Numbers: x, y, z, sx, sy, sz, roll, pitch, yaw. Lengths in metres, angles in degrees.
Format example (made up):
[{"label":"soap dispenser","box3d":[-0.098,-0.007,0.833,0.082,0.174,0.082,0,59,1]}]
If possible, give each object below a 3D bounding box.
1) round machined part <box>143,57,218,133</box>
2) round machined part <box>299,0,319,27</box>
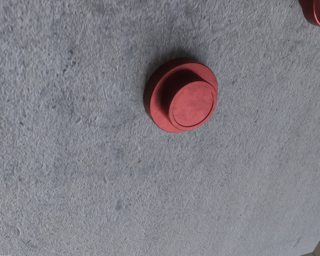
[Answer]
[{"label":"round machined part","box3d":[0.032,-0.036,0.391,0.099,0.042,0.097,-14,124,-21]},{"label":"round machined part","box3d":[0.222,-0.183,0.403,0.099,0.042,0.097,-14,124,-21]}]
